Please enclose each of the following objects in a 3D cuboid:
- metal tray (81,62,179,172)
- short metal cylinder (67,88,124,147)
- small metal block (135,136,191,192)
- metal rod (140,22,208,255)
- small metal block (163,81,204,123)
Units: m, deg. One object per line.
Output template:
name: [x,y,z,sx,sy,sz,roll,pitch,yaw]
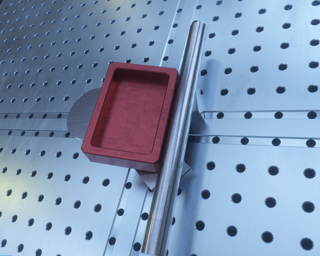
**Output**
metal tray: [-0.032,-0.017,0.380,0.090,0.030,0.130,8,64,10]
short metal cylinder: [-0.083,-0.010,0.439,0.080,0.050,0.080,-13,56,20]
small metal block: [0.000,0.046,0.378,0.050,0.025,0.050,-43,51,-2]
metal rod: [0.024,-0.007,0.366,0.025,0.025,0.300,-1,61,27]
small metal block: [0.029,-0.031,0.411,0.050,0.025,0.050,-14,56,20]
